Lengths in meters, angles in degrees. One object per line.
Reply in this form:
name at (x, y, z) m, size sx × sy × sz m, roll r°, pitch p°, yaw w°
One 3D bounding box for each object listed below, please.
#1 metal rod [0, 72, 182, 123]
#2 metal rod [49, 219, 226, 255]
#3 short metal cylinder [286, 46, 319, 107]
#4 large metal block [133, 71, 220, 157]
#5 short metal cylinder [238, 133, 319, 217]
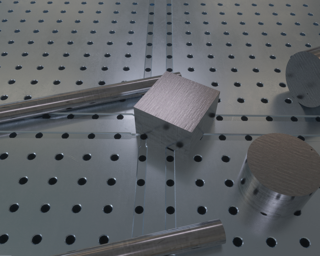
metal rod at (-0.115, -0.041, 0.441) m, size 0.302 × 0.025 × 0.025 m, roll -12°, pitch 51°, yaw -10°
metal rod at (-0.084, 0.131, 0.296) m, size 0.302 × 0.025 × 0.025 m, roll -10°, pitch 51°, yaw -8°
short metal cylinder at (0.226, -0.074, 0.436) m, size 0.050 × 0.080 × 0.080 m, roll -18°, pitch 53°, yaw -15°
large metal block at (0.023, -0.021, 0.409) m, size 0.080 × 0.050 × 0.080 m, roll 25°, pitch 54°, yaw 19°
short metal cylinder at (0.133, 0.052, 0.348) m, size 0.081 × 0.050 × 0.080 m, roll 0°, pitch 50°, yaw 0°
